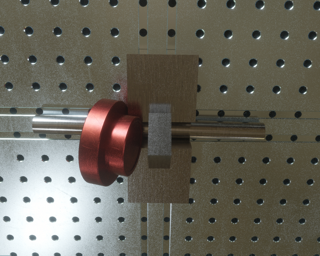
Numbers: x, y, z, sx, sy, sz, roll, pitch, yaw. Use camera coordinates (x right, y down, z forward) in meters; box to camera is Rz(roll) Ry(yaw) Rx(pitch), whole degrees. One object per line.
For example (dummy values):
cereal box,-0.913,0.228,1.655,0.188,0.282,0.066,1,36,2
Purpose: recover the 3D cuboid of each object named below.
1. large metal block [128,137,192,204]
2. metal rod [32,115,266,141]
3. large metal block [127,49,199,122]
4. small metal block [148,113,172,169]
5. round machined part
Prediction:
large metal block,-0.001,0.054,0.420,0.081,0.050,0.079,1,110,-1
metal rod,-0.013,0.000,0.413,0.302,0.025,0.025,2,110,-1
large metal block,0.003,-0.053,0.380,0.081,0.050,0.079,1,110,-1
small metal block,0.000,0.016,0.359,0.025,0.050,0.050,1,66,0
round machined part,-0.049,0.018,0.350,0.042,0.098,0.097,9,111,12
